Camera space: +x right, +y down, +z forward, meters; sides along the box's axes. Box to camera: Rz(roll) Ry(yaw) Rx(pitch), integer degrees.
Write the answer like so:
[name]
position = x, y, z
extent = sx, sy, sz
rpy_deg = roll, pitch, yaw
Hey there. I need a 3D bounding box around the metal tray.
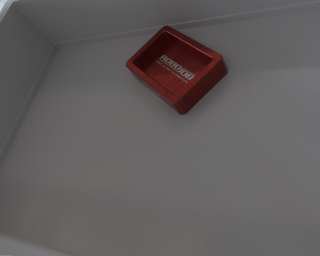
[metal tray]
position = 0.020, -0.088, 0.446
extent = 0.090, 0.030, 0.130
rpy_deg = -44, 51, -3
